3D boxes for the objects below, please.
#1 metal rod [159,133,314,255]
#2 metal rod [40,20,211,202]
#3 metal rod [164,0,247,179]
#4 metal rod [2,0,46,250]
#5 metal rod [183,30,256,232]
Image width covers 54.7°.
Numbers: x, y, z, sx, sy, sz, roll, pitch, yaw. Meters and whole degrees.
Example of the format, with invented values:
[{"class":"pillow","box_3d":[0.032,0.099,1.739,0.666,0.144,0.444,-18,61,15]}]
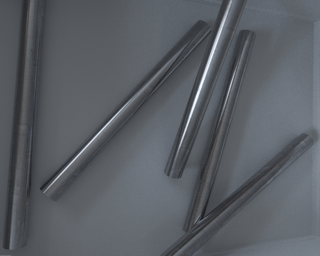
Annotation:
[{"class":"metal rod","box_3d":[0.121,0.094,0.439,0.302,0.025,0.025,-33,101,-24]},{"class":"metal rod","box_3d":[-0.035,-0.031,0.398,0.025,0.025,0.300,45,76,-15]},{"class":"metal rod","box_3d":[0.060,-0.070,0.365,0.025,0.025,0.298,9,113,-20]},{"class":"metal rod","box_3d":[-0.154,-0.016,0.353,0.025,0.025,0.298,4,89,-20]},{"class":"metal rod","box_3d":[0.087,0.002,0.444,0.025,0.025,0.299,19,83,-20]}]
